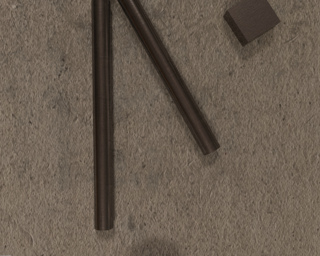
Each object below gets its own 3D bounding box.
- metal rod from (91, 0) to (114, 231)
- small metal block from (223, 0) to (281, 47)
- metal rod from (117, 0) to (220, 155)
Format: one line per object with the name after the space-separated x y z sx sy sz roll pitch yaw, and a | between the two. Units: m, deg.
-0.076 -0.018 0.408 0.025 0.025 0.298 -1 90 -1 | metal rod
0.121 -0.145 0.412 0.050 0.025 0.050 -33 90 -1 | small metal block
-0.004 -0.100 0.409 0.025 0.025 0.299 -29 90 0 | metal rod
